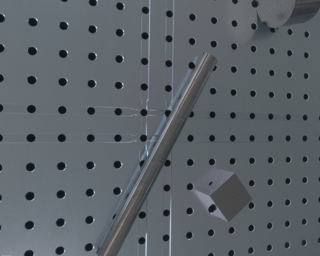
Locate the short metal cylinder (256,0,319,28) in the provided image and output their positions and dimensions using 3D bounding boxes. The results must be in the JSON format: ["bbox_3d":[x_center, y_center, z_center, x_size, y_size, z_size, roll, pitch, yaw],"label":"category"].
[{"bbox_3d":[0.186,-0.191,0.452,0.050,0.080,0.080,-15,95,-19],"label":"short metal cylinder"}]

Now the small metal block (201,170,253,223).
[{"bbox_3d":[0.097,0.098,0.449,0.050,0.025,0.050,-39,103,-16],"label":"small metal block"}]

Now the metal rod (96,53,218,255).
[{"bbox_3d":[0.001,0.031,0.413,0.025,0.025,0.299,31,80,-18],"label":"metal rod"}]
